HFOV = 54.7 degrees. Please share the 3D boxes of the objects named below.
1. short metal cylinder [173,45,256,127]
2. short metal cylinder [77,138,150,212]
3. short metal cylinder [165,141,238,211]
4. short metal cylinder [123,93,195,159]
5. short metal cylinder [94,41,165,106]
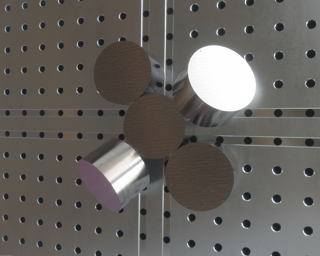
[{"bbox_3d":[0.061,-0.046,0.356,0.081,0.050,0.080,6,68,-16],"label":"short metal cylinder"},{"bbox_3d":[-0.060,0.060,0.397,0.080,0.050,0.079,30,140,29],"label":"short metal cylinder"},{"bbox_3d":[0.053,0.056,0.380,0.080,0.050,0.079,0,90,19],"label":"short metal cylinder"},{"bbox_3d":[0.000,-0.002,0.398,0.080,0.050,0.079,0,90,19],"label":"short metal cylinder"},{"bbox_3d":[-0.040,-0.070,0.412,0.080,0.050,0.079,0,90,19],"label":"short metal cylinder"}]
